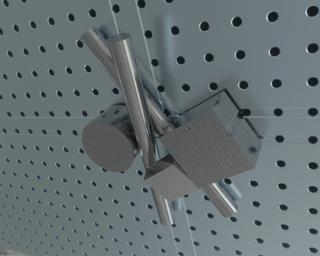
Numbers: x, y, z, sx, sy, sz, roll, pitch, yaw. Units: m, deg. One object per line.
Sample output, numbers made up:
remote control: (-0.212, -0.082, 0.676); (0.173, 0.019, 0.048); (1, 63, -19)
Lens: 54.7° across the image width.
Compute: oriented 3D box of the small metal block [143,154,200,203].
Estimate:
small metal block: (0.016, 0.063, 0.396); (0.050, 0.025, 0.050); (-33, 115, 30)

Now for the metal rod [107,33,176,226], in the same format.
metal rod: (-0.015, 0.026, 0.405); (0.025, 0.025, 0.298); (6, 129, 25)

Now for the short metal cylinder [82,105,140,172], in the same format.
short metal cylinder: (-0.060, 0.014, 0.431); (0.080, 0.050, 0.079); (13, 124, 20)

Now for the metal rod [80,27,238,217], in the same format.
metal rod: (0.004, -0.001, 0.403); (0.025, 0.025, 0.300); (-32, 102, 38)

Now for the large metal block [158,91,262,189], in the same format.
large metal block: (0.060, 0.016, 0.368); (0.080, 0.050, 0.080); (-30, 102, 38)
